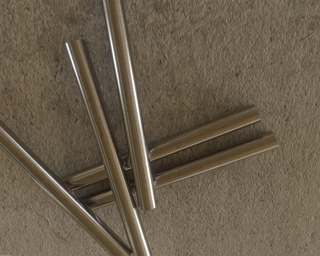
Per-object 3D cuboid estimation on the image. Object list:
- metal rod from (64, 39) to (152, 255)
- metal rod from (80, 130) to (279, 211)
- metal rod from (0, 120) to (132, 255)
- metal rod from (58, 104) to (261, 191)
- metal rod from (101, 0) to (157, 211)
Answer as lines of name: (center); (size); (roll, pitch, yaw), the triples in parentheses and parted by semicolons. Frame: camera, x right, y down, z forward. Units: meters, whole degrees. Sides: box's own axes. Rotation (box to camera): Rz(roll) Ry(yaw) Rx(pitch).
metal rod: (-0.062, 0.038, 0.398); (0.025, 0.025, 0.298); (-15, 101, 5)
metal rod: (0.013, 0.066, 0.434); (0.301, 0.025, 0.025); (-20, 109, 7)
metal rod: (-0.149, 0.069, 0.410); (0.025, 0.025, 0.300); (-42, 97, 14)
metal rod: (-0.013, 0.034, 0.422); (0.301, 0.025, 0.025); (-21, 109, 7)
metal rod: (-0.038, -0.040, 0.377); (0.025, 0.025, 0.298); (-8, 104, 3)
